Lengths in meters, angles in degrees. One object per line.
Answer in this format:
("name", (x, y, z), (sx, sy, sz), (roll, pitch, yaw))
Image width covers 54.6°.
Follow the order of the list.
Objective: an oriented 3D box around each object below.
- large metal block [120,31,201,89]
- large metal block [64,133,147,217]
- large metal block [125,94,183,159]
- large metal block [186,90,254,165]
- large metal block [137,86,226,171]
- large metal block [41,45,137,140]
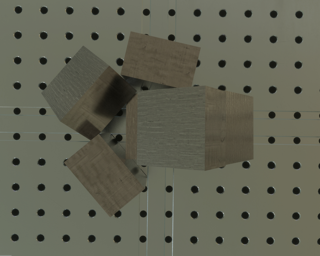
("large metal block", (0.001, -0.075, 0.386), (0.080, 0.080, 0.050), (13, 90, 0))
("large metal block", (-0.062, 0.053, 0.384), (0.050, 0.080, 0.080), (-40, 91, 0))
("large metal block", (-0.001, -0.002, 0.401), (0.080, 0.050, 0.080), (1, 90, 0))
("large metal block", (0.075, 0.000, 0.378), (0.050, 0.080, 0.080), (0, 89, 38))
("large metal block", (0.023, 0.000, 0.332), (0.080, 0.050, 0.080), (0, 89, 34))
("large metal block", (-0.088, -0.044, 0.379), (0.080, 0.080, 0.050), (-49, 134, 0))
